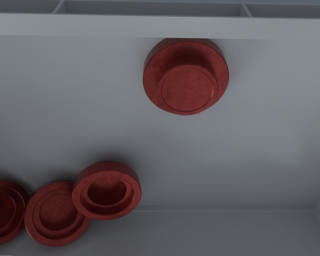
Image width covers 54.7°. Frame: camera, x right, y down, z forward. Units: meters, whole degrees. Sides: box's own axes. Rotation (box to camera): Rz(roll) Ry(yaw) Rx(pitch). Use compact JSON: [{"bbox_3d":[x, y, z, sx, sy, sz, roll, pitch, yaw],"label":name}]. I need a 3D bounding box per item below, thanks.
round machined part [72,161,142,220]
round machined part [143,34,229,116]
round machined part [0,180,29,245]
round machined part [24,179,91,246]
[{"bbox_3d":[-0.079,0.088,0.463,0.099,0.042,0.097,-6,122,-9],"label":"round machined part"},{"bbox_3d":[0.030,-0.053,0.353,0.099,0.042,0.097,-1,130,0],"label":"round machined part"},{"bbox_3d":[-0.255,0.127,0.476,0.042,0.098,0.098,-1,139,42],"label":"round machined part"},{"bbox_3d":[-0.158,0.129,0.483,0.099,0.042,0.097,-1,91,-26],"label":"round machined part"}]
